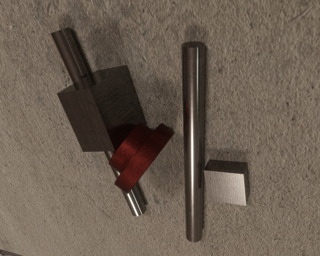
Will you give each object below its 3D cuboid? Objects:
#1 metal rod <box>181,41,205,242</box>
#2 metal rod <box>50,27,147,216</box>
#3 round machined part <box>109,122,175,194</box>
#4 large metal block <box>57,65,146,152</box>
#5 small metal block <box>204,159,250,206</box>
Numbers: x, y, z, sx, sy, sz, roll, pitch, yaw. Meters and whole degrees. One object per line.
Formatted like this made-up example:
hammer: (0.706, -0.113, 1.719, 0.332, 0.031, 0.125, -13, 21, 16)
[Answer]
metal rod: (0.044, 0.039, 0.406, 0.025, 0.025, 0.298, 10, 123, 22)
metal rod: (-0.081, 0.005, 0.450, 0.025, 0.025, 0.298, -6, 116, 30)
round machined part: (-0.027, 0.031, 0.392, 0.042, 0.098, 0.097, 37, 129, 3)
large metal block: (-0.069, -0.025, 0.390, 0.050, 0.080, 0.080, -4, 117, 30)
small metal block: (0.088, 0.070, 0.403, 0.050, 0.025, 0.050, 2, 120, 26)
